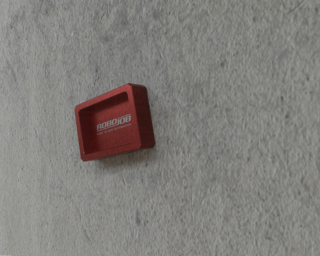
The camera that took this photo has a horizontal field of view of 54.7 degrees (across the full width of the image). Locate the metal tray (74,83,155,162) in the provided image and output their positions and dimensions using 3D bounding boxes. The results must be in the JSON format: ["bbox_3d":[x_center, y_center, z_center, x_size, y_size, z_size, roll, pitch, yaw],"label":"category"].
[{"bbox_3d":[-0.071,-0.004,0.457,0.130,0.030,0.090,-15,80,38],"label":"metal tray"}]
